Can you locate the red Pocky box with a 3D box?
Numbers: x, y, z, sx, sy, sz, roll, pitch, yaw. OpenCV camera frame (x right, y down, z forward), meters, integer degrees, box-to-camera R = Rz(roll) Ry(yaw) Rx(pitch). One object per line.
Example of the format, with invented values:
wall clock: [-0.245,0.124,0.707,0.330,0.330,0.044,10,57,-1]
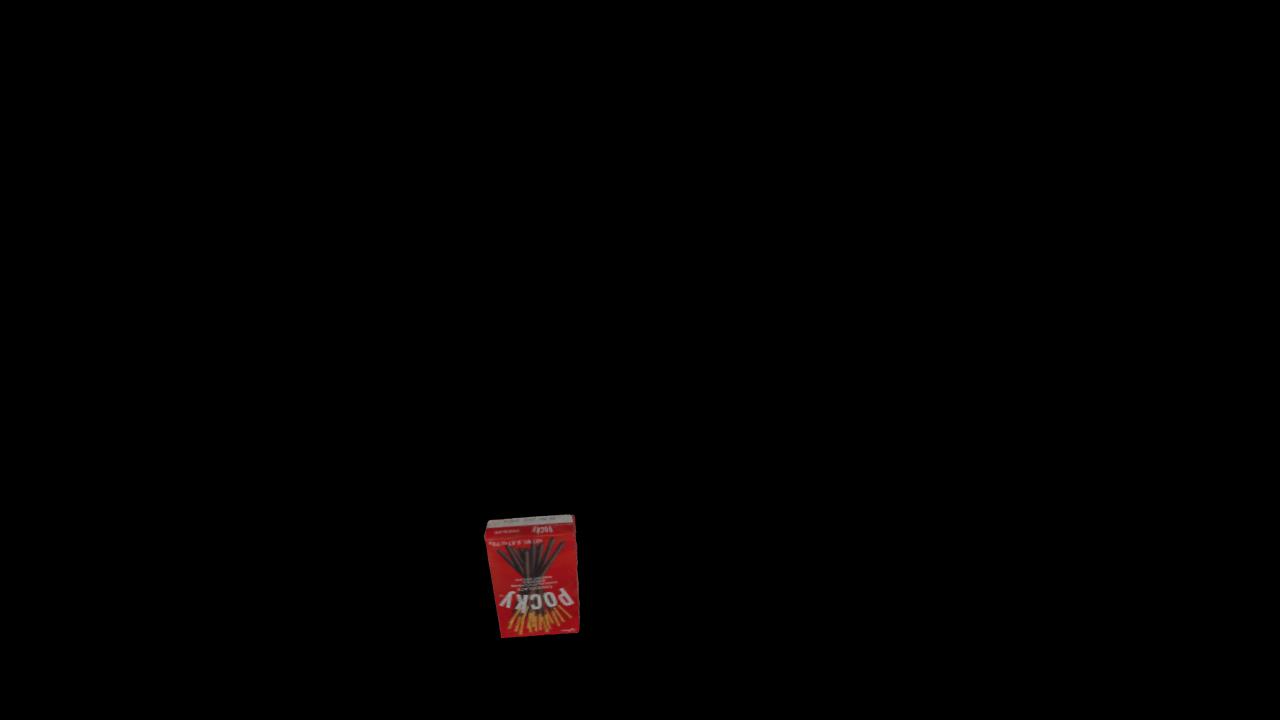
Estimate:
red Pocky box: [-0.101,0.216,0.603,0.083,0.155,0.028,-3,34,-7]
